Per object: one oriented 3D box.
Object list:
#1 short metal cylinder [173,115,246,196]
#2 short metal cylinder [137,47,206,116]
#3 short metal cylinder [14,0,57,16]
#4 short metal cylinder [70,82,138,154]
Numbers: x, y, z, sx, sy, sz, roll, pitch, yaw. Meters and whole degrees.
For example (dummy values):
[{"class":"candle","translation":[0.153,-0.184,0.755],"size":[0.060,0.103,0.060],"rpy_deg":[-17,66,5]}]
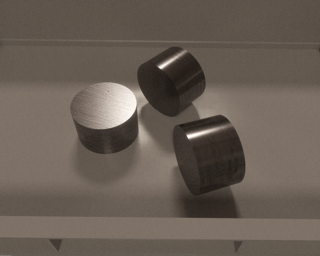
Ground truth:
[{"class":"short metal cylinder","translation":[0.052,0.030,0.345],"size":[0.050,0.080,0.080],"rpy_deg":[-14,52,-12]},{"class":"short metal cylinder","translation":[0.015,-0.063,0.423],"size":[0.080,0.080,0.050],"rpy_deg":[37,59,27]},{"class":"short metal cylinder","translation":[-0.233,-0.253,0.581],"size":[0.050,0.080,0.080],"rpy_deg":[2,50,2]},{"class":"short metal cylinder","translation":[-0.069,-0.013,0.399],"size":[0.081,0.050,0.080],"rpy_deg":[0,50,0]}]
